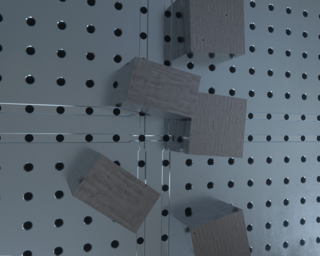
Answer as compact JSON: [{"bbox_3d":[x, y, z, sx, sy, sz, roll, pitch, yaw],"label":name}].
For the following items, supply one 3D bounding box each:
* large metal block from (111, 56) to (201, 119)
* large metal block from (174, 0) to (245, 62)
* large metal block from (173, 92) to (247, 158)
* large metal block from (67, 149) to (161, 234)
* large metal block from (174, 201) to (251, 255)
[{"bbox_3d":[-0.008,-0.044,0.381,0.081,0.080,0.050,13,86,-20],"label":"large metal block"},{"bbox_3d":[0.067,-0.137,0.425,0.081,0.050,0.079,-2,91,-20],"label":"large metal block"},{"bbox_3d":[0.068,-0.003,0.426,0.081,0.050,0.080,6,88,-20],"label":"large metal block"},{"bbox_3d":[-0.057,0.070,0.363,0.080,0.080,0.050,37,78,-17],"label":"large metal block"},{"bbox_3d":[0.073,0.157,0.428,0.081,0.050,0.079,-12,94,-20],"label":"large metal block"}]
